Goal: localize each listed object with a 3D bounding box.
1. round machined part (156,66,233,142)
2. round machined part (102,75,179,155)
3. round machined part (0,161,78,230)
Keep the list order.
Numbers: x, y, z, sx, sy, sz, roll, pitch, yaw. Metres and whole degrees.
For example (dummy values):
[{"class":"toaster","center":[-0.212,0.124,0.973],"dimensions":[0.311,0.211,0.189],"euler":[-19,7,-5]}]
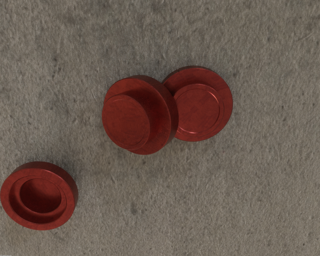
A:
[{"class":"round machined part","center":[0.043,-0.027,0.391],"dimensions":[0.099,0.042,0.097],"euler":[0,110,-1]},{"class":"round machined part","center":[-0.031,-0.012,0.373],"dimensions":[0.098,0.042,0.097],"euler":[12,114,28]},{"class":"round machined part","center":[-0.163,0.090,0.432],"dimensions":[0.099,0.042,0.097],"euler":[0,110,-1]}]
